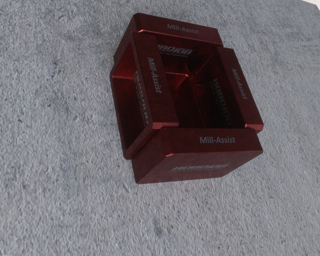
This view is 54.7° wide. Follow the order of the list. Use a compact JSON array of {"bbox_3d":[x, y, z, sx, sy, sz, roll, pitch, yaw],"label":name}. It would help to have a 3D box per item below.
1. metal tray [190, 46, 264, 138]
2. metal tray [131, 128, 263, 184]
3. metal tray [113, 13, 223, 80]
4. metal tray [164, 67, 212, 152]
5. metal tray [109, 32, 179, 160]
[{"bbox_3d":[0.083,-0.036,0.432,0.030,0.090,0.130,1,61,-28],"label":"metal tray"},{"bbox_3d":[0.043,0.034,0.367,0.131,0.090,0.030,1,62,-28],"label":"metal tray"},{"bbox_3d":[0.011,-0.107,0.436,0.131,0.090,0.030,1,62,-28],"label":"metal tray"},{"bbox_3d":[0.016,-0.023,0.426,0.091,0.030,0.130,1,61,-28],"label":"metal tray"},{"bbox_3d":[-0.025,-0.037,0.374,0.030,0.090,0.130,1,61,-28],"label":"metal tray"}]
